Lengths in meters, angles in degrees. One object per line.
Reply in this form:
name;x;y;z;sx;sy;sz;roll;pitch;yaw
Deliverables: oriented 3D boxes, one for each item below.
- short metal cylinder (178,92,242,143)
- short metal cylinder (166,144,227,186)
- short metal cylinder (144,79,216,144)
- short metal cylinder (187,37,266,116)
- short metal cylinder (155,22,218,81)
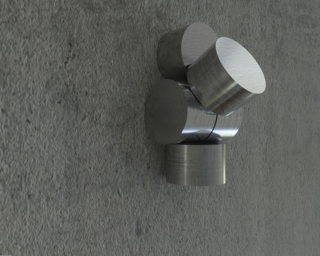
short metal cylinder;0.065;-0.019;0.426;0.050;0.080;0.079;0;90;-40
short metal cylinder;0.048;0.045;0.413;0.081;0.080;0.050;0;90;-40
short metal cylinder;0.024;-0.020;0.393;0.050;0.080;0.079;1;90;-41
short metal cylinder;0.080;-0.061;0.373;0.080;0.050;0.080;22;49;-28
short metal cylinder;0.041;-0.099;0.427;0.081;0.050;0.079;0;90;-40
